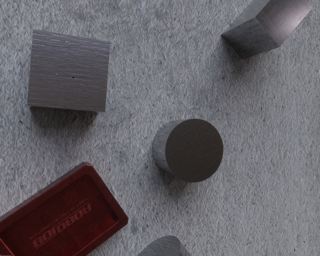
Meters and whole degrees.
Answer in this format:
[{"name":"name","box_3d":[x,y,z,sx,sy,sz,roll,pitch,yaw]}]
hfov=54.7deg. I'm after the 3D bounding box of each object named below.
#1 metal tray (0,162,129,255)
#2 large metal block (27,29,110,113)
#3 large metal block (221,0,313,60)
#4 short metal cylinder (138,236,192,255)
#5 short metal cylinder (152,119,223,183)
[{"name":"metal tray","box_3d":[-0.115,0.112,0.364,0.131,0.030,0.090,-35,102,-17]},{"name":"large metal block","box_3d":[-0.105,-0.060,0.357,0.081,0.050,0.080,4,89,-20]},{"name":"large metal block","box_3d":[0.147,-0.149,0.434,0.050,0.080,0.080,45,76,-15]},{"name":"short metal cylinder","box_3d":[0.007,0.182,0.383,0.080,0.080,0.050,-40,103,-16]},{"name":"short metal cylinder","box_3d":[0.035,0.028,0.409,0.081,0.050,0.080,0,90,-20]}]
